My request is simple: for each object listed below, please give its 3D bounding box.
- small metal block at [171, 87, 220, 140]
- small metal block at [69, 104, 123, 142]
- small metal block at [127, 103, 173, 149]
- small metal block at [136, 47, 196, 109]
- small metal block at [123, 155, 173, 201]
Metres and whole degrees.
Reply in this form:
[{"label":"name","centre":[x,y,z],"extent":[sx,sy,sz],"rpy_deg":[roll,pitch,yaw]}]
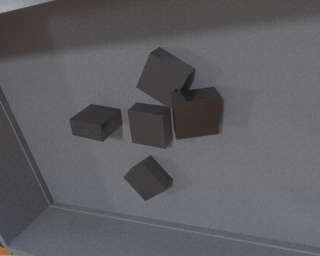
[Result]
[{"label":"small metal block","centre":[0.041,-0.017,0.359],"extent":[0.050,0.025,0.050],"rpy_deg":[-8,126,-3]},{"label":"small metal block","centre":[-0.088,-0.009,0.434],"extent":[0.050,0.050,0.025],"rpy_deg":[11,123,22]},{"label":"small metal block","centre":[-0.012,-0.004,0.413],"extent":[0.050,0.025,0.050],"rpy_deg":[9,122,23]},{"label":"small metal block","centre":[0.006,-0.059,0.369],"extent":[0.050,0.025,0.050],"rpy_deg":[33,129,6]},{"label":"small metal block","centre":[-0.018,0.076,0.465],"extent":[0.050,0.025,0.050],"rpy_deg":[49,129,-6]}]
